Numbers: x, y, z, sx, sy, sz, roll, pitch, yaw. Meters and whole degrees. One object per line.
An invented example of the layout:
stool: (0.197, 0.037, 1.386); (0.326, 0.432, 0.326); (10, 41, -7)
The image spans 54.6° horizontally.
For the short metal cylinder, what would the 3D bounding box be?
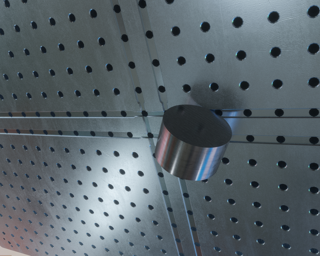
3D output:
short metal cylinder: (0.038, 0.015, 0.366); (0.080, 0.080, 0.050); (24, 127, 14)
